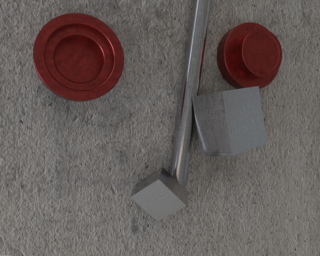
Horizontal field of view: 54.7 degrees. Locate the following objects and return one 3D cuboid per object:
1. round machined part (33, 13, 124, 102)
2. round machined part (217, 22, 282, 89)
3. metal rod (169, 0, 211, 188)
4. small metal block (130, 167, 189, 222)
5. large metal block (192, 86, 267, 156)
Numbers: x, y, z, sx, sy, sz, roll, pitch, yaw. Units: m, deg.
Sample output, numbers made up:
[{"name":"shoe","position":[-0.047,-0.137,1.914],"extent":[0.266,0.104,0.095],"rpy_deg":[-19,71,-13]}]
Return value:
[{"name":"round machined part","position":[-0.096,-0.080,0.365],"extent":[0.099,0.042,0.097],"rpy_deg":[0,90,-20]},{"name":"round machined part","position":[0.136,-0.105,0.450],"extent":[0.099,0.042,0.097],"rpy_deg":[0,90,-20]},{"name":"metal rod","position":[0.042,-0.062,0.424],"extent":[0.025,0.025,0.298],"rpy_deg":[9,87,-20]},{"name":"small metal block","position":[0.000,0.085,0.395],"extent":[0.050,0.025,0.050],"rpy_deg":[-36,107,27]},{"name":"large metal block","position":[0.095,-0.010,0.417],"extent":[0.081,0.050,0.080],"rpy_deg":[-13,95,-40]}]
